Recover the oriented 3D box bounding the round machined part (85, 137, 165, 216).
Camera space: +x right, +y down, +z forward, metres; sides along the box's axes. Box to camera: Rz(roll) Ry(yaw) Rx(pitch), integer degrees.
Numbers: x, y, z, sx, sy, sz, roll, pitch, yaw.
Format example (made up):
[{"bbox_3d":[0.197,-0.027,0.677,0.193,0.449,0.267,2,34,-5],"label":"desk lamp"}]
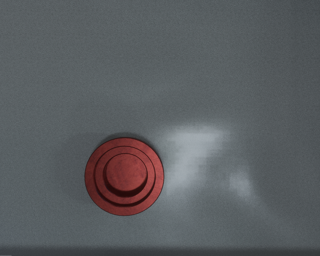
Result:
[{"bbox_3d":[-0.044,0.060,0.402,0.099,0.042,0.097,0,90,-1],"label":"round machined part"}]
